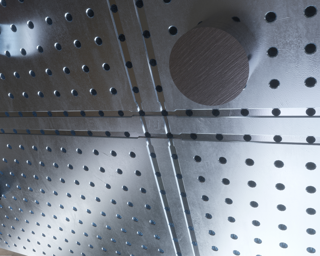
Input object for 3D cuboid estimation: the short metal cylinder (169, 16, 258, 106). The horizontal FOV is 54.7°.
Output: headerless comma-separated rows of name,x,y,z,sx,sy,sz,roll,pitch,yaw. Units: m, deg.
short metal cylinder,0.056,-0.070,0.321,0.080,0.050,0.079,13,124,20
